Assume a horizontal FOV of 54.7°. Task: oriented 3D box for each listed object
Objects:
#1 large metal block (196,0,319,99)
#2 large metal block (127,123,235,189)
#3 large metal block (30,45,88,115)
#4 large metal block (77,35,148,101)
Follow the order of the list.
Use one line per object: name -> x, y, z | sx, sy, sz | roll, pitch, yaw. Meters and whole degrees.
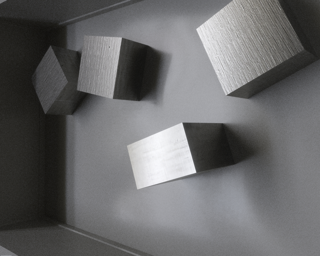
large metal block -> 0.095, -0.085, 0.311 | 0.080, 0.050, 0.080 | -31, 71, 35
large metal block -> 0.024, 0.031, 0.350 | 0.080, 0.081, 0.050 | -24, 75, 37
large metal block -> -0.167, -0.078, 0.525 | 0.080, 0.050, 0.080 | -44, 64, 31
large metal block -> -0.070, -0.086, 0.446 | 0.080, 0.050, 0.079 | 16, 100, 38
